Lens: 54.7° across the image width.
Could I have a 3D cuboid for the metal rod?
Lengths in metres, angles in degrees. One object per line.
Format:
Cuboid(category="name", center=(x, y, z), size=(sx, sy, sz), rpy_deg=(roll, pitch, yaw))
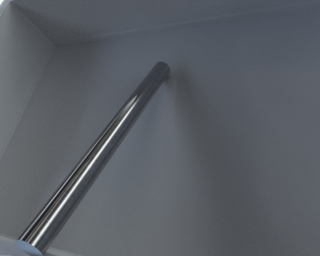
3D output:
Cuboid(category="metal rod", center=(-0.050, 0.004, 0.352), size=(0.025, 0.025, 0.301), rpy_deg=(-1, 37, 27))
